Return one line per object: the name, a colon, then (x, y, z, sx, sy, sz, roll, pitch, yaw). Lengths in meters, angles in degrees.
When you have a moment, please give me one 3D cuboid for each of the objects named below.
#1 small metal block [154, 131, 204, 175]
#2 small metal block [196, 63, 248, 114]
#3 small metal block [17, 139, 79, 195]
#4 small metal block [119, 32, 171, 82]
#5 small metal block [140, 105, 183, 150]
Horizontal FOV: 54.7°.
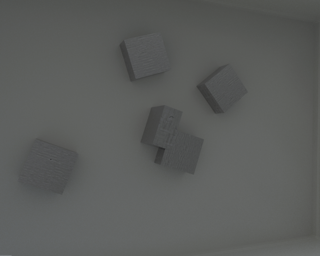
small metal block: (0.026, 0.031, 0.421, 0.050, 0.025, 0.050, 19, 84, -20)
small metal block: (0.090, -0.056, 0.445, 0.050, 0.025, 0.050, -40, 103, -16)
small metal block: (-0.130, 0.045, 0.363, 0.050, 0.025, 0.050, 23, 82, -19)
small metal block: (-0.019, -0.093, 0.404, 0.050, 0.025, 0.050, -19, 97, -19)
small metal block: (0.001, 0.000, 0.399, 0.025, 0.050, 0.050, 19, 84, -19)
